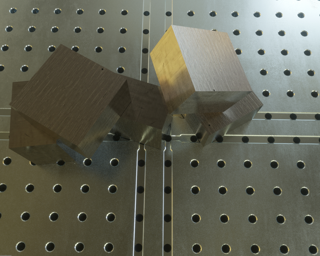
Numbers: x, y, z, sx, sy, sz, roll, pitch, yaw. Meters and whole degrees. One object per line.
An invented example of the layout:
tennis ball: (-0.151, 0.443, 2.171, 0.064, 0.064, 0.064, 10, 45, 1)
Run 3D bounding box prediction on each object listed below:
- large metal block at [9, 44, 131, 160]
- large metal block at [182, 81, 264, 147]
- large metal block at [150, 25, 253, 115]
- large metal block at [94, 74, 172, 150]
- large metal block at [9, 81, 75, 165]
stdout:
large metal block: (-0.088, -0.026, 0.321, 0.080, 0.050, 0.080, 29, 72, 10)
large metal block: (0.073, -0.034, 0.412, 0.080, 0.050, 0.080, -29, 73, -10)
large metal block: (0.045, -0.063, 0.349, 0.081, 0.050, 0.080, -4, 67, -33)
large metal block: (-0.028, -0.019, 0.388, 0.080, 0.080, 0.050, 18, 71, 6)
large metal block: (-0.141, -0.005, 0.382, 0.050, 0.080, 0.080, -6, 70, -2)
